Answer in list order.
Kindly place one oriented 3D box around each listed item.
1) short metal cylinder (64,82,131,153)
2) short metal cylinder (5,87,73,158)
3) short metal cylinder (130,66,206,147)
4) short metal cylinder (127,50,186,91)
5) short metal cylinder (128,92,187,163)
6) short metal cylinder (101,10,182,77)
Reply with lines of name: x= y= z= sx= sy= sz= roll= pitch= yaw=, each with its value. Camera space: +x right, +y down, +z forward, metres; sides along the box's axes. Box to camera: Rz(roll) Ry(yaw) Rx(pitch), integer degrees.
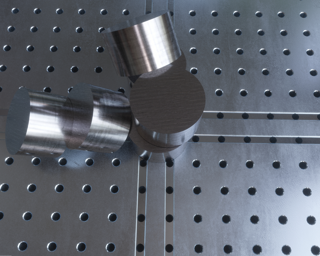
short metal cylinder: x=-0.079 y=-0.011 z=0.378 sx=0.050 sy=0.080 sz=0.080 roll=11 pitch=63 yaw=-41
short metal cylinder: x=-0.148 y=-0.005 z=0.376 sx=0.050 sy=0.080 sz=0.080 roll=11 pitch=63 yaw=-42
short metal cylinder: x=0.008 y=-0.023 z=0.352 sx=0.081 sy=0.050 sz=0.080 roll=0 pitch=70 yaw=0
short metal cylinder: x=-0.006 y=-0.076 z=0.425 sx=0.081 sy=0.050 sz=0.080 roll=0 pitch=70 yaw=0
short metal cylinder: x=-0.001 y=0.000 z=0.398 sx=0.081 sy=0.050 sz=0.080 roll=0 pitch=70 yaw=0
short metal cylinder: x=-0.021 y=-0.099 z=0.358 sx=0.080 sy=0.080 sz=0.050 roll=-22 pitch=115 yaw=-8
